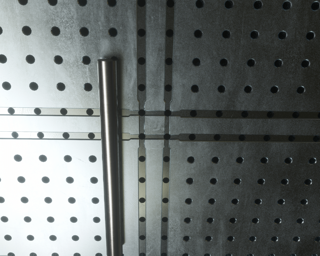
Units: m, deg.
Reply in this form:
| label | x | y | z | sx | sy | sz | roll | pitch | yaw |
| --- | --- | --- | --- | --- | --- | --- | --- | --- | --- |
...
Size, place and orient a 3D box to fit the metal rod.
| label | x | y | z | sx | sy | sz | roll | pitch | yaw |
| --- | --- | --- | --- | --- | --- | --- | --- | --- | --- |
| metal rod | -0.068 | 0.056 | 0.433 | 0.025 | 0.025 | 0.298 | 1 | 110 | -1 |
